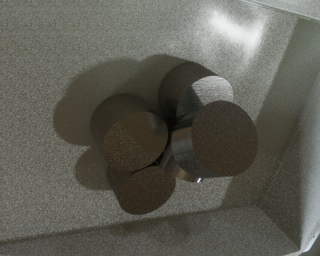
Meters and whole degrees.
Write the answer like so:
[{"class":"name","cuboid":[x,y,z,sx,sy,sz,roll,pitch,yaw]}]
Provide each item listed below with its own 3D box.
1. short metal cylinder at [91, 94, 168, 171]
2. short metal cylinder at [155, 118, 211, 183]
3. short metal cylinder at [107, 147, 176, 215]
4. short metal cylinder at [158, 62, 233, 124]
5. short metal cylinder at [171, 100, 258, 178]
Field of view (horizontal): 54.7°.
[{"class":"short metal cylinder","cuboid":[-0.037,0.005,0.374,0.081,0.050,0.079,-14,125,-21]},{"class":"short metal cylinder","cuboid":[0.034,0.027,0.409,0.081,0.080,0.050,14,111,-34]},{"class":"short metal cylinder","cuboid":[-0.026,0.070,0.421,0.081,0.050,0.079,-14,125,-21]},{"class":"short metal cylinder","cuboid":[0.045,-0.037,0.394,0.081,0.050,0.079,-14,125,-21]},{"class":"short metal cylinder","cuboid":[0.059,0.015,0.343,0.081,0.050,0.080,5,77,-21]}]
